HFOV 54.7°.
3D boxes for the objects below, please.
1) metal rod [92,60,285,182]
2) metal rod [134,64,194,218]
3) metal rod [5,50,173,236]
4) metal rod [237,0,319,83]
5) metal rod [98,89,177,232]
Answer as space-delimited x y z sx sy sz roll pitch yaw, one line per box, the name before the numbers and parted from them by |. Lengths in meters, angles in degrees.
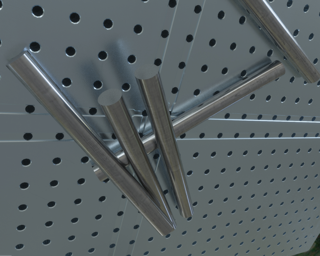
metal rod | 0.046 -0.014 0.429 0.301 0.025 0.025 -30 129 -10
metal rod | 0.016 0.042 0.418 0.025 0.025 0.299 -28 137 -11
metal rod | -0.064 0.039 0.372 0.025 0.025 0.299 -37 121 -4
metal rod | 0.141 -0.140 0.403 0.301 0.025 0.025 29 102 -38
metal rod | -0.017 0.067 0.417 0.025 0.025 0.299 -29 137 -10
